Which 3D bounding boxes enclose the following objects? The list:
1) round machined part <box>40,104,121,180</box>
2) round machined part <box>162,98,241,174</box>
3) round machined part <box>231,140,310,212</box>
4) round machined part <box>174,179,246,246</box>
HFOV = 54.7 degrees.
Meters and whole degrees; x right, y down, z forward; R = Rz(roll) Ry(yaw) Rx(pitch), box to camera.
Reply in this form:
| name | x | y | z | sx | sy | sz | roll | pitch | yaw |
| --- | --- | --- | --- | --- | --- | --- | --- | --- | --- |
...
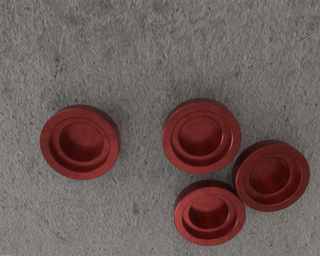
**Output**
| name | x | y | z | sx | sy | sz | roll | pitch | yaw |
| --- | --- | --- | --- | --- | --- | --- | --- | --- | --- |
| round machined part | -0.100 | 0.016 | 0.405 | 0.099 | 0.042 | 0.097 | 0 | 110 | 0 |
| round machined part | 0.052 | 0.008 | 0.404 | 0.099 | 0.042 | 0.097 | 0 | 110 | 0 |
| round machined part | 0.146 | 0.061 | 0.422 | 0.099 | 0.042 | 0.097 | -1 | 108 | -3 |
| round machined part | 0.069 | 0.116 | 0.444 | 0.099 | 0.042 | 0.097 | 0 | 110 | 0 |
